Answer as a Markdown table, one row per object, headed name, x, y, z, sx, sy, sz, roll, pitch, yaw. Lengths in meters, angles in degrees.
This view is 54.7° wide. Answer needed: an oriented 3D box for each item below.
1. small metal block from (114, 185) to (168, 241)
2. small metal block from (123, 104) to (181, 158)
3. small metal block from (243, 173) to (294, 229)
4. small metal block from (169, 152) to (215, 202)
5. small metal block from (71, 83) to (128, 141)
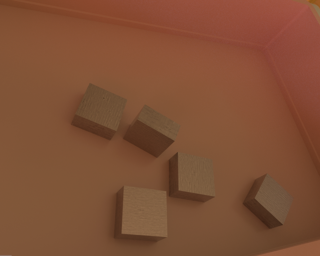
| name | x | y | z | sx | sy | sz | roll | pitch | yaw |
| --- | --- | --- | --- | --- | --- | --- | --- | --- | --- |
| small metal block | -0.021 | 0.094 | 0.337 | 0.050 | 0.025 | 0.050 | 13 | 57 | -21 |
| small metal block | -0.011 | 0.005 | 0.380 | 0.050 | 0.050 | 0.025 | 30 | 52 | -9 |
| small metal block | 0.149 | 0.100 | 0.425 | 0.050 | 0.025 | 0.050 | 43 | 51 | 1 |
| small metal block | 0.039 | 0.062 | 0.389 | 0.050 | 0.025 | 0.050 | 14 | 56 | -21 |
| small metal block | -0.073 | -0.020 | 0.378 | 0.050 | 0.025 | 0.050 | 24 | 53 | -14 |
